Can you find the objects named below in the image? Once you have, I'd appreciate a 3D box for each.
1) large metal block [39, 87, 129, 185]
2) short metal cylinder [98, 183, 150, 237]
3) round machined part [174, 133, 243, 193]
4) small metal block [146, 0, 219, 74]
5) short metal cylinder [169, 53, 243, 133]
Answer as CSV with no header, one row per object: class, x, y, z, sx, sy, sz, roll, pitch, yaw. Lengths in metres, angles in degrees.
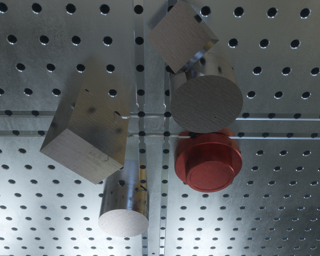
large metal block,-0.088,0.009,0.382,0.050,0.080,0.080,-35,122,26
short metal cylinder,-0.058,0.136,0.511,0.081,0.050,0.079,-1,130,0
round machined part,0.071,0.057,0.450,0.099,0.042,0.097,-1,130,0
small metal block,0.023,-0.092,0.317,0.050,0.025,0.050,-41,82,29
short metal cylinder,0.051,-0.040,0.362,0.081,0.050,0.079,0,130,0
